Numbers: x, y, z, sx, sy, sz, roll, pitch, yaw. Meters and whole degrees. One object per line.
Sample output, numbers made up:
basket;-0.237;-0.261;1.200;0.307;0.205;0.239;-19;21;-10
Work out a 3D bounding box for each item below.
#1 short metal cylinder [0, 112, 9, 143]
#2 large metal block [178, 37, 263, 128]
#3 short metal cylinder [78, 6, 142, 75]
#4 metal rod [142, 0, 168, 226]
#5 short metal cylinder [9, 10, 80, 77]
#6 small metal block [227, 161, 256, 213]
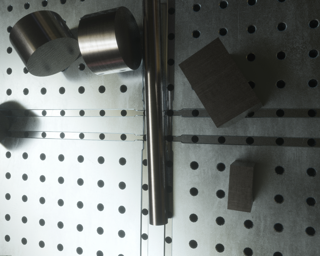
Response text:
short metal cylinder;-0.289;-0.004;0.486;0.050;0.080;0.080;36;102;16
large metal block;0.073;-0.047;0.357;0.050;0.080;0.080;-33;80;17
short metal cylinder;-0.062;-0.112;0.405;0.050;0.080;0.080;-5;88;20
metal rod;-0.007;-0.023;0.414;0.025;0.025;0.298;-2;89;20
short metal cylinder;-0.162;-0.118;0.441;0.080;0.080;0.050;-38;78;16
small metal block;0.097;0.067;0.365;0.025;0.050;0.050;4;91;20
